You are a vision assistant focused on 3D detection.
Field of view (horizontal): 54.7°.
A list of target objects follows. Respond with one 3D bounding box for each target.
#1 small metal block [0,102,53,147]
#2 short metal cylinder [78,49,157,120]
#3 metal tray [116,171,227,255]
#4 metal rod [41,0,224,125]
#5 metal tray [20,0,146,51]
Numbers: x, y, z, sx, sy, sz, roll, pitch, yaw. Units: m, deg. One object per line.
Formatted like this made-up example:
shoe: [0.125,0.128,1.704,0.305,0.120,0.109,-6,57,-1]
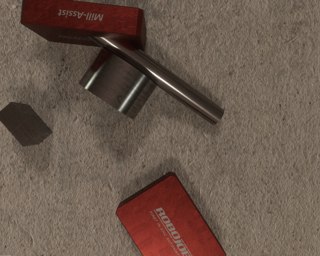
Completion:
small metal block: [-0.171,-0.005,0.395,0.025,0.050,0.050,-41,91,0]
short metal cylinder: [-0.052,-0.053,0.382,0.080,0.080,0.050,34,90,-1]
metal tray: [0.014,0.135,0.408,0.090,0.030,0.130,-32,90,-1]
metal rod: [-0.045,-0.095,0.376,0.301,0.025,0.025,33,90,-14]
metal tray: [-0.085,-0.123,0.375,0.131,0.090,0.030,6,93,-1]
